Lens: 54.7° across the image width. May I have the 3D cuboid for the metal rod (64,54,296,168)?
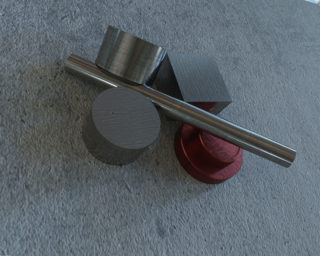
[{"bbox_3d":[0.023,-0.023,0.388,0.301,0.025,0.025,24,52,3],"label":"metal rod"}]

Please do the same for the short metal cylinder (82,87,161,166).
[{"bbox_3d":[-0.046,-0.001,0.366,0.081,0.050,0.080,14,56,-21],"label":"short metal cylinder"}]

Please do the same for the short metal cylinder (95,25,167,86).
[{"bbox_3d":[-0.037,-0.094,0.402,0.080,0.050,0.080,22,14,-6],"label":"short metal cylinder"}]

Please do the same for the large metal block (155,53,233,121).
[{"bbox_3d":[0.045,-0.058,0.446,0.081,0.050,0.080,-3,63,-30],"label":"large metal block"}]

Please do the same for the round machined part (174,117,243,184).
[{"bbox_3d":[0.072,0.023,0.418,0.099,0.042,0.098,14,56,-21],"label":"round machined part"}]
